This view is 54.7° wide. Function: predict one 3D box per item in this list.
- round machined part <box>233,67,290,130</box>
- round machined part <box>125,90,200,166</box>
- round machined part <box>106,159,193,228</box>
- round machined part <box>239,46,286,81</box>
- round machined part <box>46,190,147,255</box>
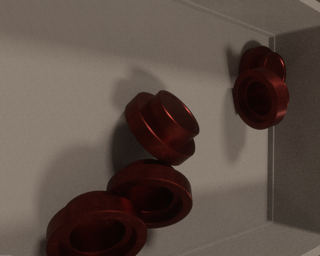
[{"bbox_3d":[0.166,-0.049,0.497,0.042,0.098,0.097,-17,101,-24],"label":"round machined part"},{"bbox_3d":[0.009,-0.007,0.371,0.098,0.042,0.098,38,25,-22],"label":"round machined part"},{"bbox_3d":[-0.013,0.074,0.363,0.098,0.098,0.042,43,28,-32],"label":"round machined part"},{"bbox_3d":[0.189,-0.099,0.555,0.099,0.042,0.097,0,90,-38],"label":"round machined part"},{"bbox_3d":[-0.066,0.104,0.321,0.099,0.042,0.097,-9,127,-12],"label":"round machined part"}]
